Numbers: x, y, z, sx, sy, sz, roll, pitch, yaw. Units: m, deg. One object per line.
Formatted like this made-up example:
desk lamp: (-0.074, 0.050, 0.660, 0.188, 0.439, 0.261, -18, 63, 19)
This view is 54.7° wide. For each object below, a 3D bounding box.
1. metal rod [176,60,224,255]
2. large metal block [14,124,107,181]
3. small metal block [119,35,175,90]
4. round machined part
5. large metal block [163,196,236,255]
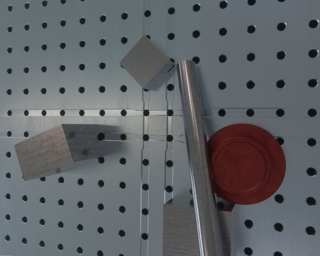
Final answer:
metal rod: (0.047, 0.059, 0.352, 0.025, 0.025, 0.299, -13, 69, 19)
large metal block: (-0.136, 0.032, 0.431, 0.080, 0.080, 0.050, -22, 83, 18)
small metal block: (-0.017, -0.087, 0.419, 0.050, 0.025, 0.050, -46, 76, 14)
round machined part: (0.097, 0.043, 0.369, 0.098, 0.042, 0.097, 0, 90, 20)
large metal block: (0.050, 0.132, 0.382, 0.080, 0.050, 0.079, 1, 90, 20)
